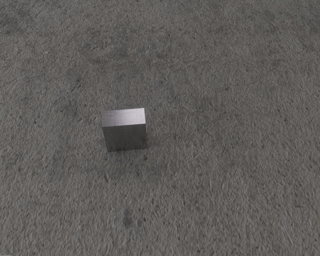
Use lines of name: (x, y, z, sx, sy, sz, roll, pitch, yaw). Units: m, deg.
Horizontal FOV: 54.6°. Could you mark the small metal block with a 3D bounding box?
small metal block: (-0.043, 0.003, 0.384, 0.050, 0.050, 0.025, -5, 50, -4)
